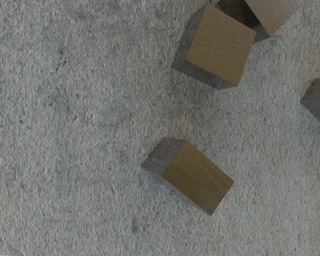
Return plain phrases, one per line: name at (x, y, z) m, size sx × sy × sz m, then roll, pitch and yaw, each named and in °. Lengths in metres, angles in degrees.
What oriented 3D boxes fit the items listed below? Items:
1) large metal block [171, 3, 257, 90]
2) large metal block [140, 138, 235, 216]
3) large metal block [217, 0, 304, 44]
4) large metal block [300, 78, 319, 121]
large metal block at (0.072, -0.107, 0.422) m, size 0.080 × 0.050 × 0.080 m, roll 23°, pitch 83°, yaw -19°
large metal block at (0.031, 0.058, 0.391) m, size 0.080 × 0.080 × 0.050 m, roll 41°, pitch 77°, yaw -16°
large metal block at (0.145, -0.181, 0.449) m, size 0.080 × 0.050 × 0.080 m, roll -45°, pitch 104°, yaw -14°
large metal block at (0.287, -0.038, 0.485) m, size 0.080 × 0.080 × 0.050 m, roll 39°, pitch 78°, yaw -16°
